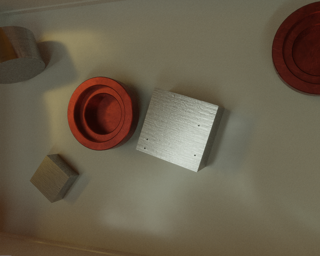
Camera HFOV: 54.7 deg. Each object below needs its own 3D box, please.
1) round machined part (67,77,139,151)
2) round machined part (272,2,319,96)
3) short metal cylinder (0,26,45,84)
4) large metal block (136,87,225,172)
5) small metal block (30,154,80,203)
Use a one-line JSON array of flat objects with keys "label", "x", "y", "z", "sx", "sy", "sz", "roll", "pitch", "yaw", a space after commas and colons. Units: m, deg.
[{"label": "round machined part", "x": -0.074, "y": -0.019, "z": 0.426, "sx": 0.098, "sy": 0.042, "sz": 0.097, "roll": 0, "pitch": 90, "yaw": 19}, {"label": "round machined part", "x": 0.175, "y": -0.083, "z": 0.340, "sx": 0.098, "sy": 0.042, "sz": 0.097, "roll": 0, "pitch": 90, "yaw": 19}, {"label": "short metal cylinder", "x": -0.218, "y": -0.106, "z": 0.456, "sx": 0.080, "sy": 0.080, "sz": 0.050, "roll": -25, "pitch": 82, "yaw": 18}, {"label": "large metal block", "x": 0.027, "y": 0.001, "z": 0.387, "sx": 0.080, "sy": 0.050, "sz": 0.080, "roll": 19, "pitch": 96, "yaw": 18}, {"label": "small metal block", "x": -0.158, "y": 0.075, "z": 0.465, "sx": 0.050, "sy": 0.025, "sz": 0.050, "roll": 39, "pitch": 102, "yaw": 15}]
